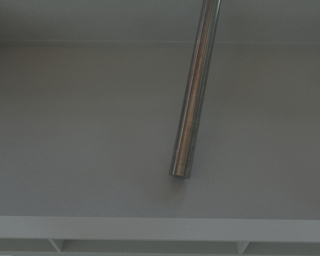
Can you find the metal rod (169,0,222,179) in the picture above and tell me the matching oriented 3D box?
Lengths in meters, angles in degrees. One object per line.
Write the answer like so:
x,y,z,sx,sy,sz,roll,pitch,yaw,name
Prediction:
0.052,-0.084,0.400,0.025,0.025,0.299,10,75,8,metal rod
